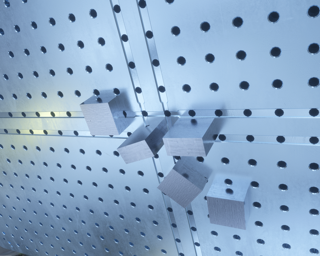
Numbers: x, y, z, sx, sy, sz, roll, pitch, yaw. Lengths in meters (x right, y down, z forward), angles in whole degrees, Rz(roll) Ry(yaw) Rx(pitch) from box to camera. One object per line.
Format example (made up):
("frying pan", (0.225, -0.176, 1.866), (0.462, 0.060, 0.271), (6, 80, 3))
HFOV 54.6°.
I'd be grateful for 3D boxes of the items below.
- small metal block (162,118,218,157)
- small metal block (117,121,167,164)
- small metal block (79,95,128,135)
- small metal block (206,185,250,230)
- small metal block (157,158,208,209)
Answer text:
("small metal block", (0.038, 0.011, 0.382), (0.050, 0.050, 0.025), (-1, 118, 29))
("small metal block", (-0.022, 0.020, 0.419), (0.050, 0.050, 0.025), (-19, 108, 35))
("small metal block", (-0.080, -0.017, 0.443), (0.050, 0.025, 0.050), (-1, 118, 29))
("small metal block", (0.095, 0.109, 0.429), (0.050, 0.025, 0.050), (3, 120, 27))
("small metal block", (0.032, 0.080, 0.444), (0.050, 0.025, 0.050), (36, 129, 4))
